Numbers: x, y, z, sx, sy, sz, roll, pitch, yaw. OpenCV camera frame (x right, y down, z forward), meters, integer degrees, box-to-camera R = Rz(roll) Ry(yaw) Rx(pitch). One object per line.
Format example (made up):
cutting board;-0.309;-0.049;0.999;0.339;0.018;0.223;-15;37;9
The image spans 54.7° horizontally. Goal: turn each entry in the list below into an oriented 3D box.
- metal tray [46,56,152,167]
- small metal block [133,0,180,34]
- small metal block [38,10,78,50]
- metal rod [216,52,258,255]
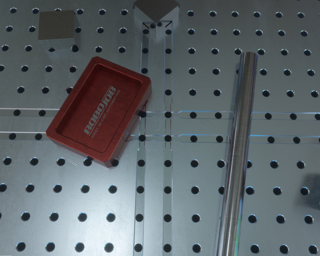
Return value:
metal tray;-0.078;-0.024;0.416;0.090;0.030;0.130;24;71;8
small metal block;-0.006;-0.183;0.479;0.050;0.025;0.050;-43;76;-14
small metal block;-0.151;-0.147;0.464;0.050;0.025;0.050;-4;70;-2
metal rod;0.101;0.034;0.400;0.025;0.025;0.299;11;70;3
